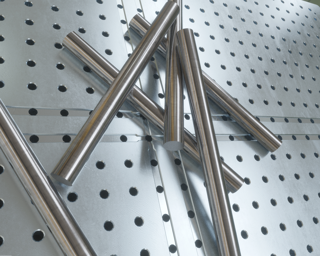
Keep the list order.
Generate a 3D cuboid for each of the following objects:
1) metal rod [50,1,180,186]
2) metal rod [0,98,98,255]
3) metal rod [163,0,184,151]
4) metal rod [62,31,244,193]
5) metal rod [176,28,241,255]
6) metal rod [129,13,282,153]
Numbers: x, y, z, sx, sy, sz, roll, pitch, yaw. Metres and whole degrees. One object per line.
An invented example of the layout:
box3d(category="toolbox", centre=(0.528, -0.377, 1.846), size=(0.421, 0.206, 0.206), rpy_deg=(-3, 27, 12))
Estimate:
box3d(category="metal rod", centre=(-0.041, -0.063, 0.391), size=(0.025, 0.025, 0.300), rpy_deg=(32, 60, -8))
box3d(category="metal rod", centre=(-0.121, 0.056, 0.308), size=(0.025, 0.025, 0.299), rpy_deg=(-28, 77, -37))
box3d(category="metal rod", centre=(0.021, -0.105, 0.449), size=(0.025, 0.025, 0.300), rpy_deg=(15, 56, -20))
box3d(category="metal rod", centre=(-0.009, -0.021, 0.415), size=(0.300, 0.025, 0.025), rpy_deg=(41, 51, 0))
box3d(category="metal rod", centre=(0.058, 0.011, 0.395), size=(0.025, 0.025, 0.299), rpy_deg=(-2, 74, -29))
box3d(category="metal rod", centre=(0.071, -0.071, 0.488), size=(0.300, 0.025, 0.025), rpy_deg=(42, 51, 0))
